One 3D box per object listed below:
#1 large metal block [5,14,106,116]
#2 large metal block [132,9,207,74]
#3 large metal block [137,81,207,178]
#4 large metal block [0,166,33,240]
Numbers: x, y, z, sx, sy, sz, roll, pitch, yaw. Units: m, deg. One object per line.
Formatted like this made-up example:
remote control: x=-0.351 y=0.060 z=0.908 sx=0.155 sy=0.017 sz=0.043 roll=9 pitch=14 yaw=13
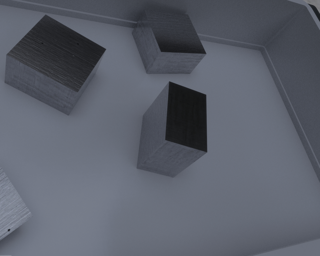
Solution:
large metal block: x=-0.123 y=-0.075 z=0.370 sx=0.080 sy=0.050 sz=0.080 roll=29 pitch=52 yaw=-11
large metal block: x=0.013 y=-0.131 z=0.478 sx=0.081 sy=0.050 sz=0.080 roll=-6 pitch=65 yaw=-31
large metal block: x=0.014 y=0.004 z=0.377 sx=0.050 sy=0.080 sz=0.080 roll=17 pitch=55 yaw=-19
large metal block: x=-0.166 y=0.061 z=0.244 sx=0.080 sy=0.050 sz=0.080 roll=-38 pitch=109 yaw=-39
